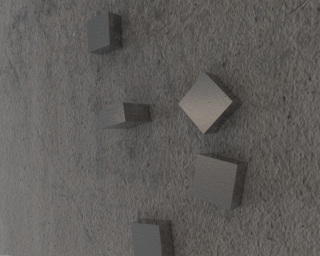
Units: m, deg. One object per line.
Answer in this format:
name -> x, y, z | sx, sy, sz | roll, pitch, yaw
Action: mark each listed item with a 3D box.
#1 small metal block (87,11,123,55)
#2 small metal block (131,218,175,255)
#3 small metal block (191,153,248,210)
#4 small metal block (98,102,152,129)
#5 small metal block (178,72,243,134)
small metal block -> -0.085, -0.144, 0.475 | 0.050, 0.025, 0.050 | -5, 87, 40
small metal block -> -0.010, 0.150, 0.413 | 0.050, 0.025, 0.050 | -10, 84, 39
small metal block -> 0.067, 0.058, 0.350 | 0.050, 0.025, 0.050 | 13, 98, 39
small metal block -> -0.048, -0.016, 0.429 | 0.050, 0.050, 0.025 | -15, 81, 39
small metal block -> 0.057, -0.028, 0.358 | 0.050, 0.025, 0.050 | -52, 60, 27
